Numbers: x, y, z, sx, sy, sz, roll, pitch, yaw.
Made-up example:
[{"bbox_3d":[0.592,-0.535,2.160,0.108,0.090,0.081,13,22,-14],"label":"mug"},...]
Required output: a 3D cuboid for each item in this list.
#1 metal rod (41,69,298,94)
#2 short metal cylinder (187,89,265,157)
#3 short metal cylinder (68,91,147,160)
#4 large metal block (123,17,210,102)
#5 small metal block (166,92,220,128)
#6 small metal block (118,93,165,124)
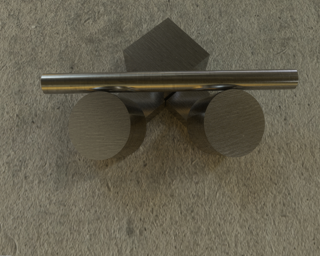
[{"bbox_3d":[0.012,-0.056,0.375,0.302,0.025,0.025,-1,70,-1],"label":"metal rod"},{"bbox_3d":[0.080,-0.005,0.384,0.081,0.050,0.080,0,89,-18],"label":"short metal cylinder"},{"bbox_3d":[-0.063,-0.002,0.381,0.080,0.050,0.080,-1,87,18],"label":"short metal cylinder"},{"bbox_3d":[0.008,-0.090,0.427,0.080,0.050,0.080,-40,75,-13],"label":"large metal block"},{"bbox_3d":[0.044,-0.031,0.420,0.050,0.025,0.050,-42,75,-14],"label":"small metal block"},{"bbox_3d":[-0.029,-0.032,0.421,0.050,0.025,0.050,-41,75,-15],"label":"small metal block"}]
